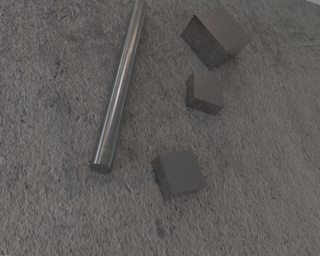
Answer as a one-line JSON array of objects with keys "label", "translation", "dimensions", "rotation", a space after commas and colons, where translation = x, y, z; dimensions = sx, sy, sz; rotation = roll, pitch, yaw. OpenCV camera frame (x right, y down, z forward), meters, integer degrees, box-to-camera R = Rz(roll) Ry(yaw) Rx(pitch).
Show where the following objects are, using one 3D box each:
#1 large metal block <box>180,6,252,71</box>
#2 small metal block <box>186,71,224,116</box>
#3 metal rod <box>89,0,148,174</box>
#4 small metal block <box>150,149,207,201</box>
[{"label": "large metal block", "translation": [0.097, -0.156, 0.535], "dimensions": [0.081, 0.050, 0.080], "rotation": [-31, 79, -38]}, {"label": "small metal block", "translation": [0.068, -0.052, 0.472], "dimensions": [0.050, 0.025, 0.050], "rotation": [16, 55, -19]}, {"label": "metal rod", "translation": [-0.049, -0.078, 0.424], "dimensions": [0.025, 0.025, 0.300], "rotation": [20, 54, -17]}, {"label": "small metal block", "translation": [0.023, 0.057, 0.381], "dimensions": [0.050, 0.025, 0.050], "rotation": [-7, 65, -31]}]
